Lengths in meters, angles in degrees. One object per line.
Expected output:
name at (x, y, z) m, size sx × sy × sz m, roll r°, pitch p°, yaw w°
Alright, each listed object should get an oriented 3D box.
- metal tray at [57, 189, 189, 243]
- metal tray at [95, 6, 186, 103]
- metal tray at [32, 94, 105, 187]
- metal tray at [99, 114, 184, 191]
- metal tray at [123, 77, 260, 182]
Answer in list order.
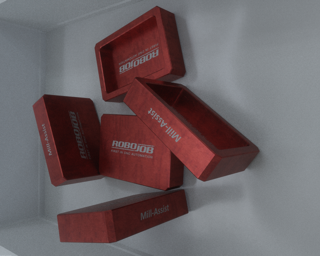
metal tray at (-0.039, 0.101, 0.365) m, size 0.090 × 0.131 × 0.030 m, roll -16°, pitch 81°, yaw 38°
metal tray at (-0.032, -0.095, 0.426) m, size 0.130 × 0.030 × 0.090 m, roll -17°, pitch 79°, yaw 38°
metal tray at (-0.129, 0.016, 0.466) m, size 0.030 × 0.091 × 0.129 m, roll -30°, pitch 72°, yaw 35°
metal tray at (-0.028, 0.028, 0.421) m, size 0.130 × 0.030 × 0.089 m, roll 5°, pitch 93°, yaw 39°
metal tray at (0.033, -0.004, 0.333) m, size 0.130 × 0.091 × 0.030 m, roll 45°, pitch 118°, yaw 30°
